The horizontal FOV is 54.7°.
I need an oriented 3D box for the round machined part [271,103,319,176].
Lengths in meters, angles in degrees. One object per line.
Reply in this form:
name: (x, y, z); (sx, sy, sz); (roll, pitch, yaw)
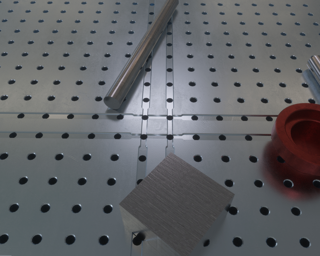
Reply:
round machined part: (0.188, 0.018, 0.383); (0.099, 0.042, 0.098); (0, 50, 0)

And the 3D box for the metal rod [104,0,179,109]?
metal rod: (-0.021, -0.144, 0.528); (0.025, 0.025, 0.300); (14, 51, 11)

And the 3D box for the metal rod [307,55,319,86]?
metal rod: (0.264, 0.007, 0.403); (0.025, 0.025, 0.300); (-4, 50, -4)

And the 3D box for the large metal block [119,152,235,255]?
large metal block: (0.017, 0.085, 0.320); (0.080, 0.050, 0.080); (33, 57, 24)
